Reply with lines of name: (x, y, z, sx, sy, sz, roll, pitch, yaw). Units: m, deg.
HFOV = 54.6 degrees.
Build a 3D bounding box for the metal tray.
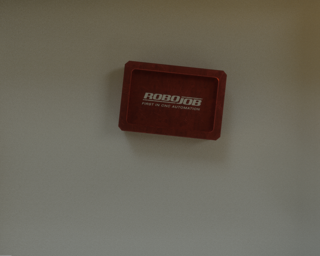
metal tray: (0.016, -0.035, 0.408, 0.131, 0.030, 0.090, 6, 90, 0)
